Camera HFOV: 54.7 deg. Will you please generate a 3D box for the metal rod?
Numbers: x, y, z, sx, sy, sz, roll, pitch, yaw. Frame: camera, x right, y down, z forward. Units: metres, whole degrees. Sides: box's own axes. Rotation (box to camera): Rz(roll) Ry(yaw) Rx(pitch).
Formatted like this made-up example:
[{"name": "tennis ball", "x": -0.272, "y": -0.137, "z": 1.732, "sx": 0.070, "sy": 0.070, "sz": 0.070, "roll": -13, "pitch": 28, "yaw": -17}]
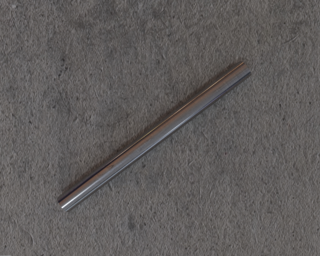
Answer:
[{"name": "metal rod", "x": -0.007, "y": 0.011, "z": 0.411, "sx": 0.301, "sy": 0.025, "sz": 0.025, "roll": -37, "pitch": 90, "yaw": -1}]
